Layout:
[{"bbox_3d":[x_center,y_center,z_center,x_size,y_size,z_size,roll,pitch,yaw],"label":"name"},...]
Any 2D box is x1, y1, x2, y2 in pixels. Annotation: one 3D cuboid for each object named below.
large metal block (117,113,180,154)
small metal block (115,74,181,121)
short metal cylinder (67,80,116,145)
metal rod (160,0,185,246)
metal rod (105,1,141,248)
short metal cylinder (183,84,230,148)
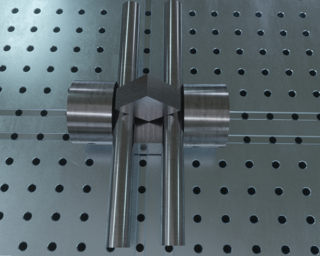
[{"bbox_3d":[-0.013,-0.012,0.398,0.081,0.050,0.080,1,70,0],"label":"large metal block"},{"bbox_3d":[-0.013,-0.031,0.339,0.050,0.050,0.025,-17,64,41],"label":"small metal block"},{"bbox_3d":[-0.079,-0.019,0.385,0.050,0.080,0.080,1,70,0],"label":"short metal cylinder"},{"bbox_3d":[0.015,-0.022,0.363,0.025,0.025,0.299,1,70,0],"label":"metal rod"},{"bbox_3d":[-0.040,-0.020,0.362,0.025,0.025,0.299,1,70,0],"label":"metal rod"},{"bbox_3d":[0.053,-0.015,0.384,0.050,0.080,0.080,0,70,1],"label":"short metal cylinder"}]
